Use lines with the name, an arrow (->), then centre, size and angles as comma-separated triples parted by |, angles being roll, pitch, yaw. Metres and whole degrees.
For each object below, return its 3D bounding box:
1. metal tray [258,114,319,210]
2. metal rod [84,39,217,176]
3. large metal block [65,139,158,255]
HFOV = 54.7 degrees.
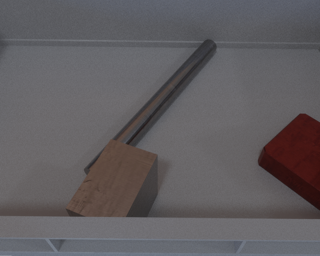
metal tray -> 0.197, 0.047, 0.365 | 0.091, 0.030, 0.130 | -35, 59, -26
metal rod -> 0.003, -0.042, 0.439 | 0.025, 0.025, 0.301 | 26, 54, 20
large metal block -> -0.041, 0.072, 0.309 | 0.050, 0.080, 0.080 | 18, 52, 14
